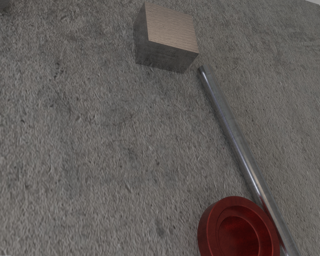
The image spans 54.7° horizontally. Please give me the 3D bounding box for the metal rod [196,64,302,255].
[{"bbox_3d":[0.119,0.036,0.445,0.025,0.025,0.299,-7,65,-31],"label":"metal rod"}]

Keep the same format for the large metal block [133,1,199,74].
[{"bbox_3d":[0.007,-0.137,0.475,0.081,0.050,0.080,8,58,-24],"label":"large metal block"}]

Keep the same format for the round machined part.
[{"bbox_3d":[0.085,0.132,0.358,0.099,0.042,0.098,14,56,-21],"label":"round machined part"}]

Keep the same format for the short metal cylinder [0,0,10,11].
[{"bbox_3d":[-0.217,-0.184,0.364,0.081,0.080,0.050,8,59,-24],"label":"short metal cylinder"}]
